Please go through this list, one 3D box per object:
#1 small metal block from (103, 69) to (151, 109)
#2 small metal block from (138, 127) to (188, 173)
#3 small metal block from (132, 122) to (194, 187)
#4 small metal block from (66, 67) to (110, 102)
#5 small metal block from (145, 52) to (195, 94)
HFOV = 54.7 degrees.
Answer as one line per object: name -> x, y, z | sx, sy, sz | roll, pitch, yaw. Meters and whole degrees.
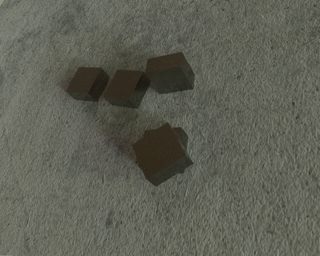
small metal block -> -0.049, -0.059, 0.466 | 0.050, 0.025, 0.050 | 11, 67, 32
small metal block -> 0.005, 0.029, 0.384 | 0.050, 0.025, 0.050 | -5, 59, 25
small metal block -> 0.002, 0.030, 0.353 | 0.050, 0.025, 0.050 | -33, 52, 7
small metal block -> -0.119, -0.072, 0.511 | 0.050, 0.025, 0.050 | 8, 66, 31
small metal block -> 0.015, -0.074, 0.425 | 0.050, 0.050, 0.025 | -6, 59, 25
